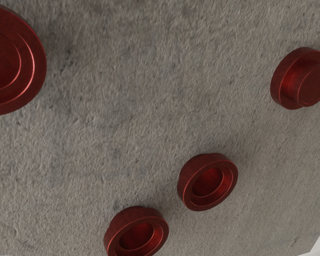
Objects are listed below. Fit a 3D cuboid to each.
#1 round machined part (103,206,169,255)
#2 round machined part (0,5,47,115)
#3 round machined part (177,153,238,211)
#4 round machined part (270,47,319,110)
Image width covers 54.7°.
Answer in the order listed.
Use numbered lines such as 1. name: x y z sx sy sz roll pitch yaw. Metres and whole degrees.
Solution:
1. round machined part: -0.039 0.159 0.475 0.099 0.042 0.097 -14 125 -21
2. round machined part: -0.155 -0.062 0.273 0.099 0.042 0.097 -14 125 -21
3. round machined part: 0.070 0.079 0.485 0.099 0.042 0.097 -14 125 -21
4. round machined part: 0.223 -0.071 0.477 0.099 0.042 0.097 -14 125 -21
